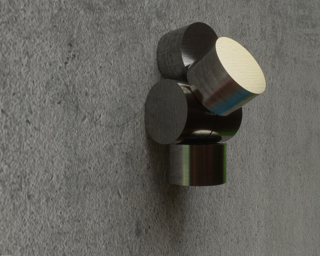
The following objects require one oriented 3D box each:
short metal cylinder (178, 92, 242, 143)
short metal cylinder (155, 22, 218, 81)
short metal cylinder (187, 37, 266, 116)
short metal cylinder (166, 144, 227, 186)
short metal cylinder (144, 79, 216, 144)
[{"bbox_3d":[0.065,-0.019,0.426,0.050,0.080,0.079,0,90,-40],"label":"short metal cylinder"},{"bbox_3d":[0.041,-0.099,0.427,0.081,0.050,0.079,0,90,-40],"label":"short metal cylinder"},{"bbox_3d":[0.080,-0.061,0.373,0.080,0.050,0.080,22,49,-28],"label":"short metal cylinder"},{"bbox_3d":[0.048,0.045,0.413,0.081,0.080,0.050,0,90,-40],"label":"short metal cylinder"},{"bbox_3d":[0.024,-0.020,0.393,0.050,0.080,0.079,1,90,-41],"label":"short metal cylinder"}]
